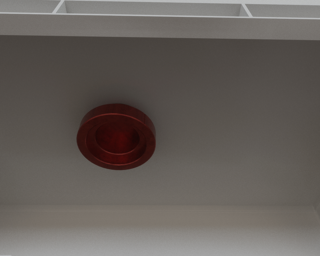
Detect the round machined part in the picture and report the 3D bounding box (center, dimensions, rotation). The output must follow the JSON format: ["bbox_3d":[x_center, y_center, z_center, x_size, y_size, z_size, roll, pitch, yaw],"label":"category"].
[{"bbox_3d":[-0.054,0.007,0.403,0.099,0.042,0.097,-1,130,0],"label":"round machined part"}]
